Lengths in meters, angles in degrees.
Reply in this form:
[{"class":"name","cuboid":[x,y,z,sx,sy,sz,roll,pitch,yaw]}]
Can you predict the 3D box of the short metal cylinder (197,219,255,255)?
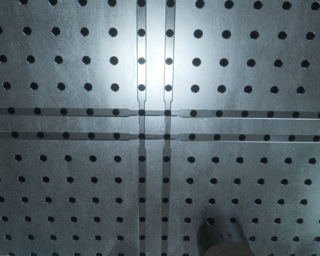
[{"class":"short metal cylinder","cuboid":[0.099,0.188,0.471,0.081,0.050,0.079,0,110,-1]}]
